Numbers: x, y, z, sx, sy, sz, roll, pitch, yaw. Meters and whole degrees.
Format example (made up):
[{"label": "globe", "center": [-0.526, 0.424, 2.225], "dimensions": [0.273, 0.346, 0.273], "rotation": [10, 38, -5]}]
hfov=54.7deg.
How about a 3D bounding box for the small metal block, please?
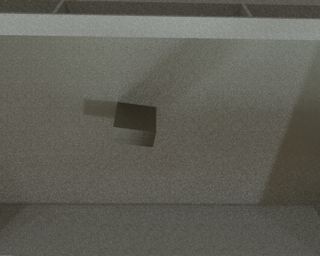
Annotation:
[{"label": "small metal block", "center": [-0.032, -0.005, 0.388], "dimensions": [0.050, 0.050, 0.025], "rotation": [7, 130, -7]}]
